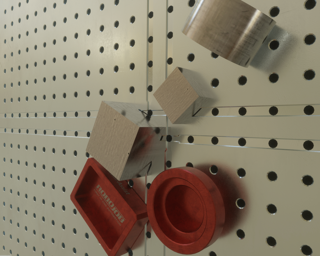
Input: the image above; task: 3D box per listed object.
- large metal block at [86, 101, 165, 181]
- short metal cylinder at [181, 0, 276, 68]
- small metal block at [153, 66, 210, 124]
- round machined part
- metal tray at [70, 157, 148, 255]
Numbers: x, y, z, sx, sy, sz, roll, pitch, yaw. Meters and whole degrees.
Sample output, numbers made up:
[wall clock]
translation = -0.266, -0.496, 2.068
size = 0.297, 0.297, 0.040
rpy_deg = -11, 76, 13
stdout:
[large metal block]
translation = -0.050, 0.016, 0.435
size = 0.080, 0.050, 0.079
rpy_deg = 34, 111, 35
[short metal cylinder]
translation = 0.069, -0.104, 0.317
size = 0.080, 0.081, 0.050
rpy_deg = 43, 116, 31
[small metal block]
translation = 0.026, -0.040, 0.388
size = 0.050, 0.025, 0.050
rpy_deg = -47, 62, 30
[round machined part]
translation = 0.034, 0.095, 0.370
size = 0.098, 0.042, 0.097
rpy_deg = 0, 90, 40
[metal tray]
translation = -0.080, 0.117, 0.472
size = 0.130, 0.030, 0.089
rpy_deg = 44, 116, 31
